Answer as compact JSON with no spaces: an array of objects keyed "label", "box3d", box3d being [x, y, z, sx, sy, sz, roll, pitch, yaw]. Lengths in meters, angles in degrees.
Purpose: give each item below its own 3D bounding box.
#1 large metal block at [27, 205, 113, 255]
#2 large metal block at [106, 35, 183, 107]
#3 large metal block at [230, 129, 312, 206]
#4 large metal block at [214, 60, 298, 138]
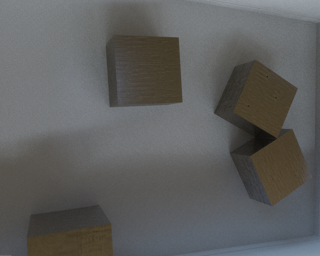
[{"label":"large metal block","box3d":[-0.101,0.126,0.344,0.081,0.080,0.050,-4,92,-20]},{"label":"large metal block","box3d":[-0.021,-0.069,0.389,0.081,0.050,0.079,-4,92,-20]},{"label":"large metal block","box3d":[0.163,0.055,0.457,0.080,0.050,0.080,-29,100,-18]},{"label":"large metal block","box3d":[0.138,-0.039,0.448,0.080,0.050,0.080,28,81,-18]}]
